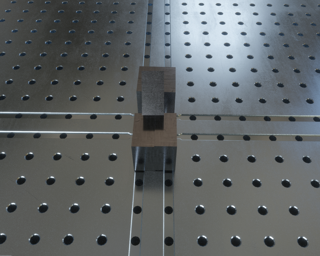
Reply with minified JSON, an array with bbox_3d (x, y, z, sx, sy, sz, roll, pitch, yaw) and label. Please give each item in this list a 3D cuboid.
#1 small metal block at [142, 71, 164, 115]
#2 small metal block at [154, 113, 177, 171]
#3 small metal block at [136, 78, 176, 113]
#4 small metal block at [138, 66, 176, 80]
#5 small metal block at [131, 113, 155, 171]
[{"bbox_3d":[-0.008,-0.043,0.373,0.025,0.050,0.050,0,8,1],"label":"small metal block"},{"bbox_3d":[0.007,0.017,0.376,0.025,0.050,0.050,1,50,1],"label":"small metal block"},{"bbox_3d":[-0.005,-0.040,0.424,0.050,0.050,0.025,2,50,1],"label":"small metal block"},{"bbox_3d":[-0.004,-0.060,0.441,0.050,0.050,0.025,2,50,1],"label":"small metal block"},{"bbox_3d":[-0.019,0.017,0.376,0.025,0.050,0.050,1,50,1],"label":"small metal block"}]
